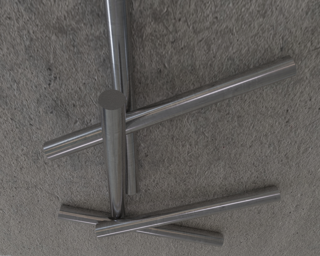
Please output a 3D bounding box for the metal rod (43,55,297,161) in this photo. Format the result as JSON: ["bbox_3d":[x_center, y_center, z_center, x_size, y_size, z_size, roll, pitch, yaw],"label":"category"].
[{"bbox_3d":[0.006,-0.021,0.363,0.301,0.025,0.025,-19,128,6],"label":"metal rod"}]

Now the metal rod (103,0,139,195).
[{"bbox_3d":[-0.044,-0.018,0.391,0.025,0.025,0.298,0,130,-1],"label":"metal rod"}]

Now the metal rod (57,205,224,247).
[{"bbox_3d":[-0.028,0.178,0.558,0.302,0.025,0.025,14,129,-12],"label":"metal rod"}]

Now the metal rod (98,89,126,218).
[{"bbox_3d":[-0.058,0.058,0.408,0.025,0.025,0.298,4,145,-4],"label":"metal rod"}]

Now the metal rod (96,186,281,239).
[{"bbox_3d":[0.043,0.139,0.508,0.301,0.025,0.025,-13,129,4],"label":"metal rod"}]
